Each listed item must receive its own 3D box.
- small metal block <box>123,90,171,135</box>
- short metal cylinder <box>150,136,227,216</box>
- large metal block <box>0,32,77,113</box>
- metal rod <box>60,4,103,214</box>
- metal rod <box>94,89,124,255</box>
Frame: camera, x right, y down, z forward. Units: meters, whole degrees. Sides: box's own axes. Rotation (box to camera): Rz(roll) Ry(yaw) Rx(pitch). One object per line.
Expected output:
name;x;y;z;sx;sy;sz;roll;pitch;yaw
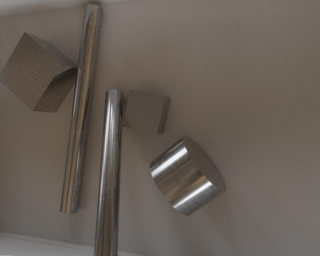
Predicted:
small metal block;-0.017;-0.021;0.416;0.050;0.025;0.050;13;94;19
short metal cylinder;0.034;0.056;0.369;0.050;0.080;0.080;-39;78;16
large metal block;-0.176;-0.080;0.458;0.080;0.050;0.080;40;102;15
metal rod;-0.114;-0.025;0.449;0.025;0.025;0.298;9;93;19
metal rod;-0.059;0.082;0.358;0.025;0.025;0.299;-14;58;19
